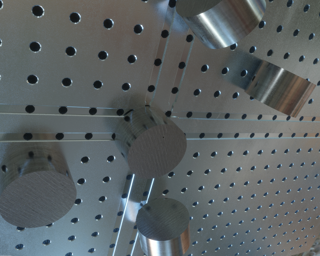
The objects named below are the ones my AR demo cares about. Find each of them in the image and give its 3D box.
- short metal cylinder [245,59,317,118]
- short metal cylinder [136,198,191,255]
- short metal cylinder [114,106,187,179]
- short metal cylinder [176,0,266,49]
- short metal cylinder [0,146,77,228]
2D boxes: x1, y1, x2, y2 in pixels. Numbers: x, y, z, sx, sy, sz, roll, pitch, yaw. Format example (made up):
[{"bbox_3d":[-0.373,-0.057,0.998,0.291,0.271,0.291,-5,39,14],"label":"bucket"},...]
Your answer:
[{"bbox_3d":[0.167,-0.056,0.435,0.081,0.080,0.050,14,111,-34],"label":"short metal cylinder"},{"bbox_3d":[0.006,0.155,0.477,0.081,0.080,0.050,-19,126,-18],"label":"short metal cylinder"},{"bbox_3d":[-0.013,0.019,0.401,0.081,0.050,0.079,-14,124,-21],"label":"short metal cylinder"},{"bbox_3d":[0.064,-0.132,0.330,0.080,0.080,0.050,-47,129,5],"label":"short metal cylinder"},{"bbox_3d":[-0.143,0.068,0.360,0.081,0.050,0.079,-14,125,-21],"label":"short metal cylinder"}]
